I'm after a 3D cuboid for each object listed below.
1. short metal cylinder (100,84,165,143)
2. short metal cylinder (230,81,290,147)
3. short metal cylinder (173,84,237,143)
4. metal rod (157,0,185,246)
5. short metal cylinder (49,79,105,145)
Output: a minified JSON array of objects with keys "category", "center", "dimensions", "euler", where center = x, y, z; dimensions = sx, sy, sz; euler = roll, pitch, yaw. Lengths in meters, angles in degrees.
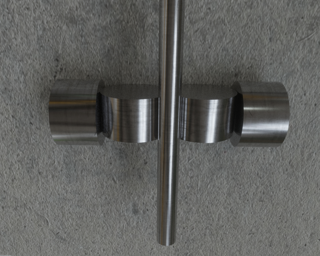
[{"category":"short metal cylinder","center":[-0.030,-0.021,0.374],"dimensions":[0.081,0.080,0.050],"euler":[1,110,-1]},{"category":"short metal cylinder","center":[0.116,-0.017,0.377],"dimensions":[0.050,0.080,0.079],"euler":[1,110,-1]},{"category":"short metal cylinder","center":[0.050,-0.020,0.374],"dimensions":[0.081,0.080,0.050],"euler":[1,110,-1]},{"category":"metal rod","center":[0.010,0.003,0.347],"dimensions":[0.025,0.025,0.298],"euler":[1,110,-1]},{"category":"short metal cylinder","center":[-0.095,-0.019,0.374],"dimensions":[0.050,0.080,0.079],"euler":[1,110,-1]}]
